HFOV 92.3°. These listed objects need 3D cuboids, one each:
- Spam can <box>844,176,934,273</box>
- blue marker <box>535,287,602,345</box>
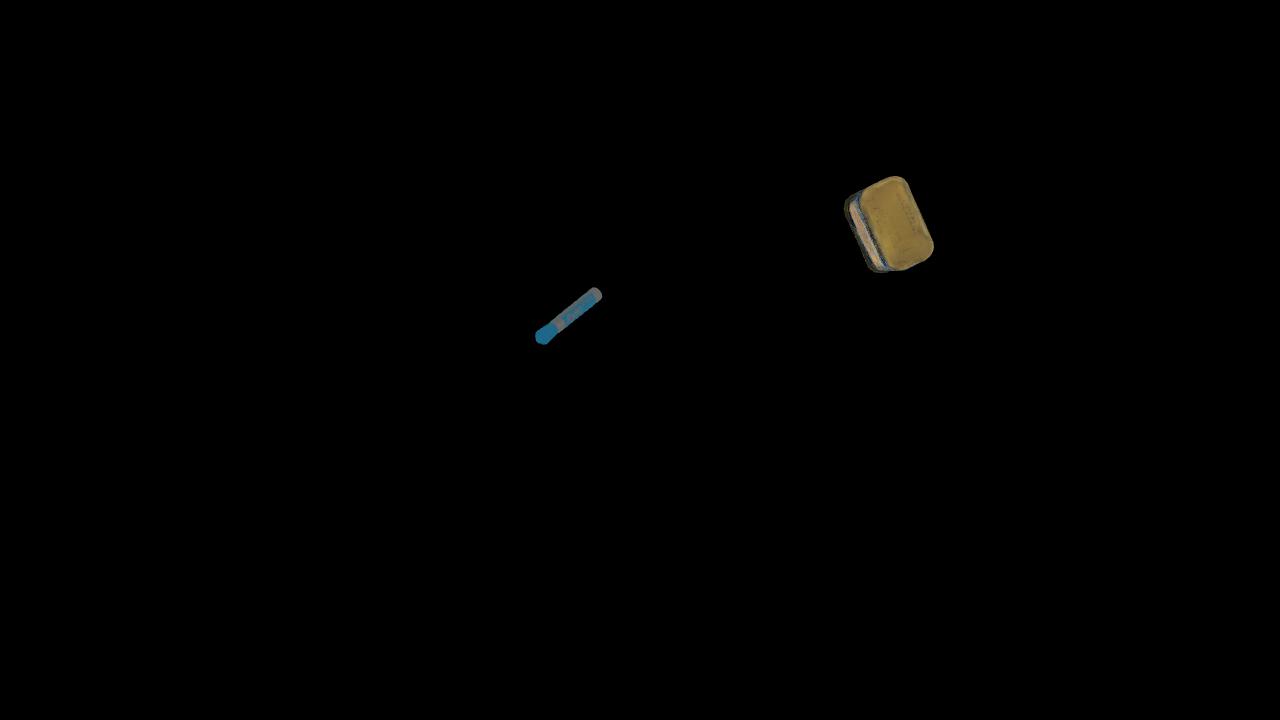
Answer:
[{"bbox_3d":[0.275,-0.148,0.684,0.058,0.101,0.085,-25,3,12],"label":"Spam can"},{"bbox_3d":[-0.087,-0.054,0.749,0.020,0.020,0.121,0,31,37],"label":"blue marker"}]
